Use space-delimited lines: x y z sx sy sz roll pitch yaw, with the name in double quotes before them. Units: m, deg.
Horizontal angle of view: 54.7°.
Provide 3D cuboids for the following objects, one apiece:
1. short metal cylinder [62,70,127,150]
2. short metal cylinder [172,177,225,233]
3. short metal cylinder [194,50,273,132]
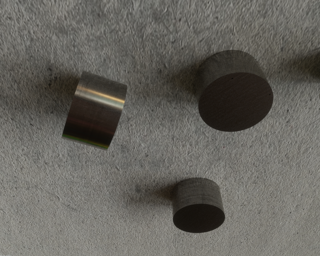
"short metal cylinder" -0.075 -0.019 0.354 0.050 0.080 0.079 18 128 -14
"short metal cylinder" 0.060 0.125 0.497 0.081 0.050 0.079 0 130 0
"short metal cylinder" 0.082 -0.042 0.356 0.081 0.050 0.079 0 130 0
